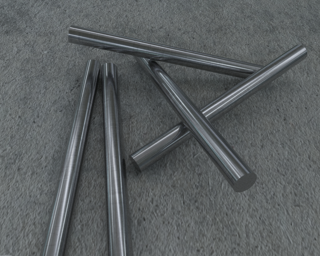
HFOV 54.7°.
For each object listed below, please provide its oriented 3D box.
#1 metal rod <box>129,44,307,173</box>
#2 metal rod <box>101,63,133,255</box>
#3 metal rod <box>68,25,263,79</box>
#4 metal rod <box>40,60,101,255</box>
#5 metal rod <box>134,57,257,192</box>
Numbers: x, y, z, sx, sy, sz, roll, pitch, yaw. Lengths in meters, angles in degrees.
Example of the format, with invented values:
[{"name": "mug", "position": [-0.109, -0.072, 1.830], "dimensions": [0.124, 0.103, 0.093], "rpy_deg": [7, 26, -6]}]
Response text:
[{"name": "metal rod", "position": [0.090, -0.035, 0.415], "dimensions": [0.302, 0.025, 0.025], "rpy_deg": [-33, 58, -19]}, {"name": "metal rod", "position": [-0.057, 0.023, 0.383], "dimensions": [0.025, 0.025, 0.300], "rpy_deg": [-6, 50, -5]}, {"name": "metal rod", "position": [0.021, -0.107, 0.456], "dimensions": [0.302, 0.025, 0.025], "rpy_deg": [10, 50, -6]}, {"name": "metal rod", "position": [-0.103, 0.018, 0.387], "dimensions": [0.025, 0.025, 0.300], "rpy_deg": [0, 50, 0]}, {"name": "metal rod", "position": [0.024, -0.035, 0.396], "dimensions": [0.025, 0.025, 0.300], "rpy_deg": [-17, 41, -14]}]
